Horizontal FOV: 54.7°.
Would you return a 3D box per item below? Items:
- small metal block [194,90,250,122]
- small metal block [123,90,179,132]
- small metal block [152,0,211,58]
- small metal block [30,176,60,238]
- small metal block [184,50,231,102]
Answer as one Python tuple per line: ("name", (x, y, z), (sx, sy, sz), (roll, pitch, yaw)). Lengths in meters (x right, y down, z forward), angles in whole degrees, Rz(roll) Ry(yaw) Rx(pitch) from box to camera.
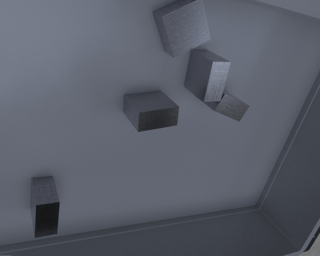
("small metal block", (0.083, -0.037, 0.417), (0.050, 0.050, 0.025), (18, 109, -36))
("small metal block", (-0.012, -0.022, 0.374), (0.050, 0.050, 0.025), (-10, 123, -24))
("small metal block", (0.026, -0.116, 0.352), (0.050, 0.025, 0.050), (-29, 129, -10))
("small metal block", (-0.140, 0.094, 0.375), (0.025, 0.050, 0.050), (-2, 119, -28))
("small metal block", (0.057, -0.066, 0.385), (0.025, 0.050, 0.050), (-5, 121, -26))
